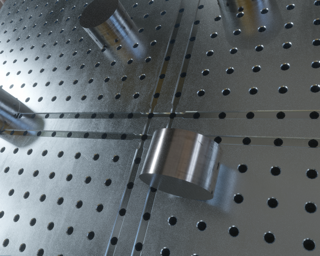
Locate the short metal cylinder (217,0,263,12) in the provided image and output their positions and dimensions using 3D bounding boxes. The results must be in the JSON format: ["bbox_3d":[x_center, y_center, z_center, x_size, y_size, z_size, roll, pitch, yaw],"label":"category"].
[{"bbox_3d":[0.120,-0.222,0.466,0.080,0.050,0.080,-13,56,21],"label":"short metal cylinder"}]

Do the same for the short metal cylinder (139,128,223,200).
[{"bbox_3d":[0.023,0.041,0.336,0.080,0.080,0.050,4,64,30],"label":"short metal cylinder"}]

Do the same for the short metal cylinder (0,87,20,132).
[{"bbox_3d":[-0.314,-0.037,0.580,0.080,0.050,0.080,-13,56,21],"label":"short metal cylinder"}]

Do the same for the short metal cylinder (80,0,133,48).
[{"bbox_3d":[-0.097,-0.193,0.562,0.080,0.050,0.080,-13,56,21],"label":"short metal cylinder"}]
